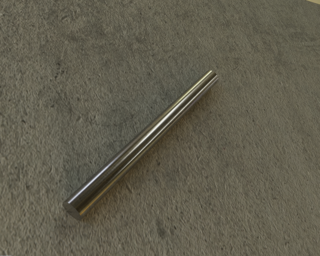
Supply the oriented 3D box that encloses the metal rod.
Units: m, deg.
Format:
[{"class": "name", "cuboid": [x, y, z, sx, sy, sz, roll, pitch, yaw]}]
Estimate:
[{"class": "metal rod", "cuboid": [-0.003, 0.001, 0.401, 0.025, 0.025, 0.301, 44, 51, 2]}]
